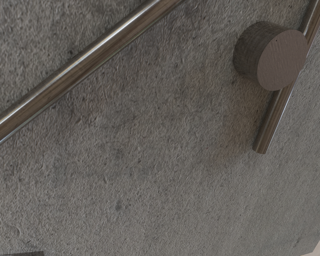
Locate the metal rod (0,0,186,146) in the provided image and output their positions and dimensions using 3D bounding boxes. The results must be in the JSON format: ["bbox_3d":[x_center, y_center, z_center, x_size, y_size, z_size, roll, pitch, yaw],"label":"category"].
[{"bbox_3d":[-0.059,-0.082,0.323,0.301,0.025,0.025,-39,129,-2],"label":"metal rod"}]

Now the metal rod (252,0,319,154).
[{"bbox_3d":[0.198,-0.093,0.457,0.025,0.025,0.298,-1,119,-28],"label":"metal rod"}]

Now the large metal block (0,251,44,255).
[{"bbox_3d":[-0.203,0.217,0.414,0.081,0.050,0.079,7,115,-32],"label":"large metal block"}]

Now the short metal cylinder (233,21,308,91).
[{"bbox_3d":[0.145,-0.096,0.411,0.081,0.050,0.079,-14,124,-21],"label":"short metal cylinder"}]
